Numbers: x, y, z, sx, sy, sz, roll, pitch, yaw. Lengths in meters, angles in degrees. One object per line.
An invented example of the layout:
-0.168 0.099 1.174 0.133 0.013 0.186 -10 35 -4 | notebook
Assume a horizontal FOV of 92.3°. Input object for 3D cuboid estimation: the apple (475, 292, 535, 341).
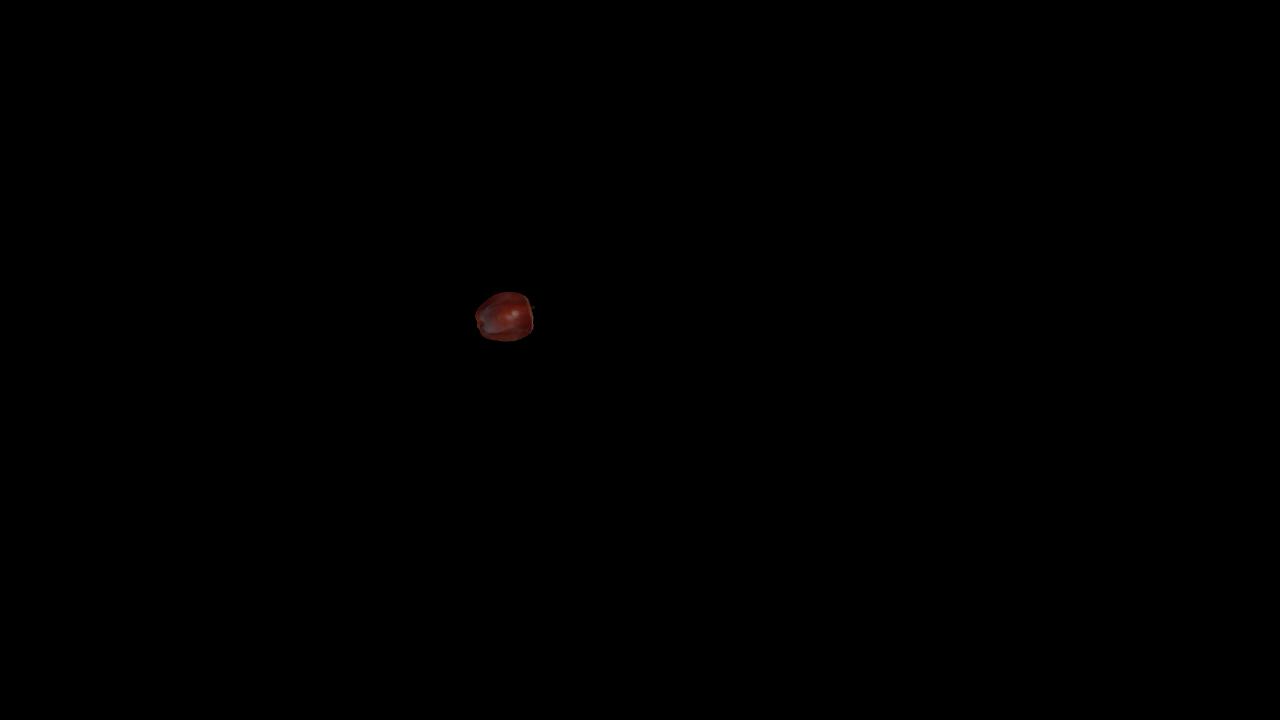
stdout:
-0.211 -0.069 0.972 0.093 0.079 0.079 -17 5 -18 | apple
